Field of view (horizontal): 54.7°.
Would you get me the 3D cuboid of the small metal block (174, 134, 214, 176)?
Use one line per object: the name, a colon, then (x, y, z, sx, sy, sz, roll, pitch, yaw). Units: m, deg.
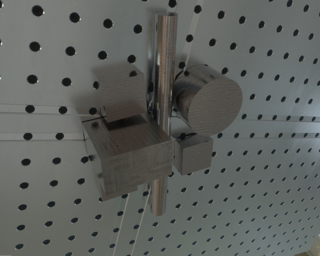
small metal block: (0.050, 0.038, 0.464, 0.050, 0.025, 0.050, -14, 124, -21)

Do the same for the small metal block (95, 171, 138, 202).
small metal block: (-0.060, 0.066, 0.421, 0.050, 0.025, 0.050, -15, 125, -21)

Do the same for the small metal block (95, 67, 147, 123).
small metal block: (-0.045, -0.039, 0.364, 0.050, 0.025, 0.050, -16, 125, -20)

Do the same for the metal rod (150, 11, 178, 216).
metal rod: (0.002, 0.003, 0.415, 0.025, 0.025, 0.298, -12, 124, -22)

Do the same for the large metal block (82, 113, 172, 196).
large metal block: (-0.040, 0.024, 0.368, 0.081, 0.080, 0.050, -15, 125, -21)

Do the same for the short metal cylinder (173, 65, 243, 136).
short metal cylinder: (0.060, -0.036, 0.406, 0.081, 0.050, 0.079, -14, 125, -21)
